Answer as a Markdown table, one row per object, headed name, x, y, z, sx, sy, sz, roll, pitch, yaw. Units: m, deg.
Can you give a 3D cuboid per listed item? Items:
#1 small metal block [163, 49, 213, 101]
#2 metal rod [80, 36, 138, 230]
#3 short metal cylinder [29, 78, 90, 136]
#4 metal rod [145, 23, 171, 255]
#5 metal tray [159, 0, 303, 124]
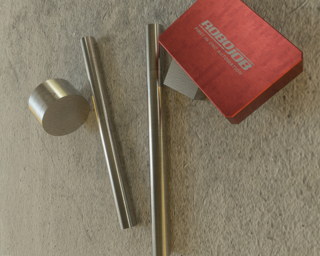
| name | x | y | z | sx | sy | sz | roll | pitch | yaw |
| --- | --- | --- | --- | --- | --- | --- | --- | --- | --- |
| small metal block | 0.038 | -0.066 | 0.374 | 0.050 | 0.025 | 0.050 | 33 | 110 | 35 |
| metal rod | -0.081 | 0.000 | 0.471 | 0.025 | 0.025 | 0.299 | -24 | 75 | 37 |
| short metal cylinder | -0.163 | -0.033 | 0.504 | 0.050 | 0.081 | 0.080 | 43 | 116 | 31 |
| metal rod | -0.003 | 0.015 | 0.407 | 0.025 | 0.025 | 0.298 | -3 | 88 | 40 |
| metal tray | 0.070 | -0.080 | 0.326 | 0.090 | 0.030 | 0.130 | -41 | 64 | 10 |
